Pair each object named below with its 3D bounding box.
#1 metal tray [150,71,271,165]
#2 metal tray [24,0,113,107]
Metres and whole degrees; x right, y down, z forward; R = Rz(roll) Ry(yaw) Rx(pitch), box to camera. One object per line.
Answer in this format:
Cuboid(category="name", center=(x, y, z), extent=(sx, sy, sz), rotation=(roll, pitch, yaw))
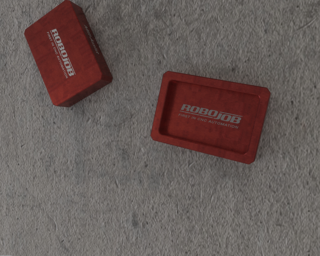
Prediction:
Cuboid(category="metal tray", center=(0.061, -0.015, 0.384), extent=(0.130, 0.030, 0.089), rotation=(13, 94, 19))
Cuboid(category="metal tray", center=(-0.136, -0.107, 0.454), extent=(0.090, 0.030, 0.130), rotation=(-27, 81, 17))
